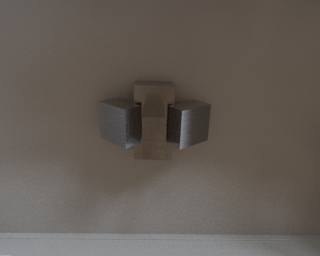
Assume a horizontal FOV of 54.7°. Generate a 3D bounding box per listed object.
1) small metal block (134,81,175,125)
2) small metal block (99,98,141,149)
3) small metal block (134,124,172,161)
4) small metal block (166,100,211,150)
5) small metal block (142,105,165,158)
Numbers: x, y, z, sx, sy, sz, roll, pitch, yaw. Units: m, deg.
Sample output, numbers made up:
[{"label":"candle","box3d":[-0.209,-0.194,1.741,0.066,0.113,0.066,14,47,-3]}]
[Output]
[{"label":"small metal block","box3d":[-0.008,-0.032,0.396,0.050,0.025,0.050,2,110,-2]},{"label":"small metal block","box3d":[-0.051,-0.007,0.392,0.050,0.025,0.050,19,117,39]},{"label":"small metal block","box3d":[-0.009,0.015,0.414,0.050,0.025,0.050,2,110,-1]},{"label":"small metal block","box3d":[0.036,-0.005,0.395,0.050,0.025,0.050,-15,116,-37]},{"label":"small metal block","box3d":[-0.007,0.003,0.370,0.025,0.050,0.050,0,110,-1]}]
